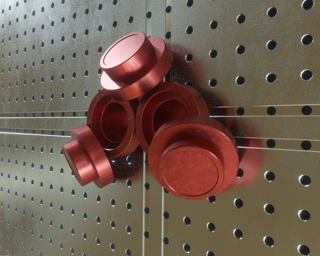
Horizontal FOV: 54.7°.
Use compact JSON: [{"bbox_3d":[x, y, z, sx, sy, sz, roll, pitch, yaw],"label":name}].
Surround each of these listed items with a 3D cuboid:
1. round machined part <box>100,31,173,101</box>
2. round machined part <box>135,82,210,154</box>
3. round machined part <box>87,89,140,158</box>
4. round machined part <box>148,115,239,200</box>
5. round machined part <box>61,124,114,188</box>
[{"bbox_3d":[-0.036,-0.084,0.393,0.098,0.042,0.098,-22,41,21],"label":"round machined part"},{"bbox_3d":[0.019,-0.006,0.380,0.098,0.042,0.097,0,90,39],"label":"round machined part"},{"bbox_3d":[-0.057,-0.008,0.442,0.098,0.042,0.097,0,90,39],"label":"round machined part"},{"bbox_3d":[0.035,0.038,0.333,0.098,0.042,0.097,4,118,9],"label":"round machined part"},{"bbox_3d":[-0.111,0.047,0.457,0.098,0.042,0.097,46,152,35],"label":"round machined part"}]
